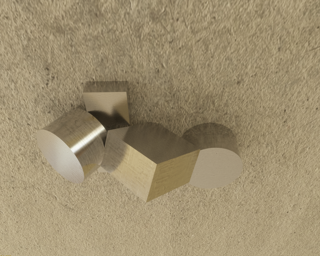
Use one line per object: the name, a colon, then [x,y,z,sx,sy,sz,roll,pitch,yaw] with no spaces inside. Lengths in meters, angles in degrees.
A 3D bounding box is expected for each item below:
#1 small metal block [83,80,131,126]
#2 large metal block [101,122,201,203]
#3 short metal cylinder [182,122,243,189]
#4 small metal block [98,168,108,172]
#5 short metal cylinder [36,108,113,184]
small metal block: [-0.063,-0.030,0.382,0.050,0.025,0.050,-1,130,0]
large metal block: [-0.012,0.036,0.379,0.081,0.080,0.050,-13,125,-48]
short metal cylinder: [0.068,0.038,0.426,0.081,0.050,0.079,0,130,0]
small metal block: [-0.062,0.037,0.439,0.050,0.025,0.050,2,130,-3]
short metal cylinder: [-0.105,0.022,0.386,0.080,0.050,0.079,25,137,26]
